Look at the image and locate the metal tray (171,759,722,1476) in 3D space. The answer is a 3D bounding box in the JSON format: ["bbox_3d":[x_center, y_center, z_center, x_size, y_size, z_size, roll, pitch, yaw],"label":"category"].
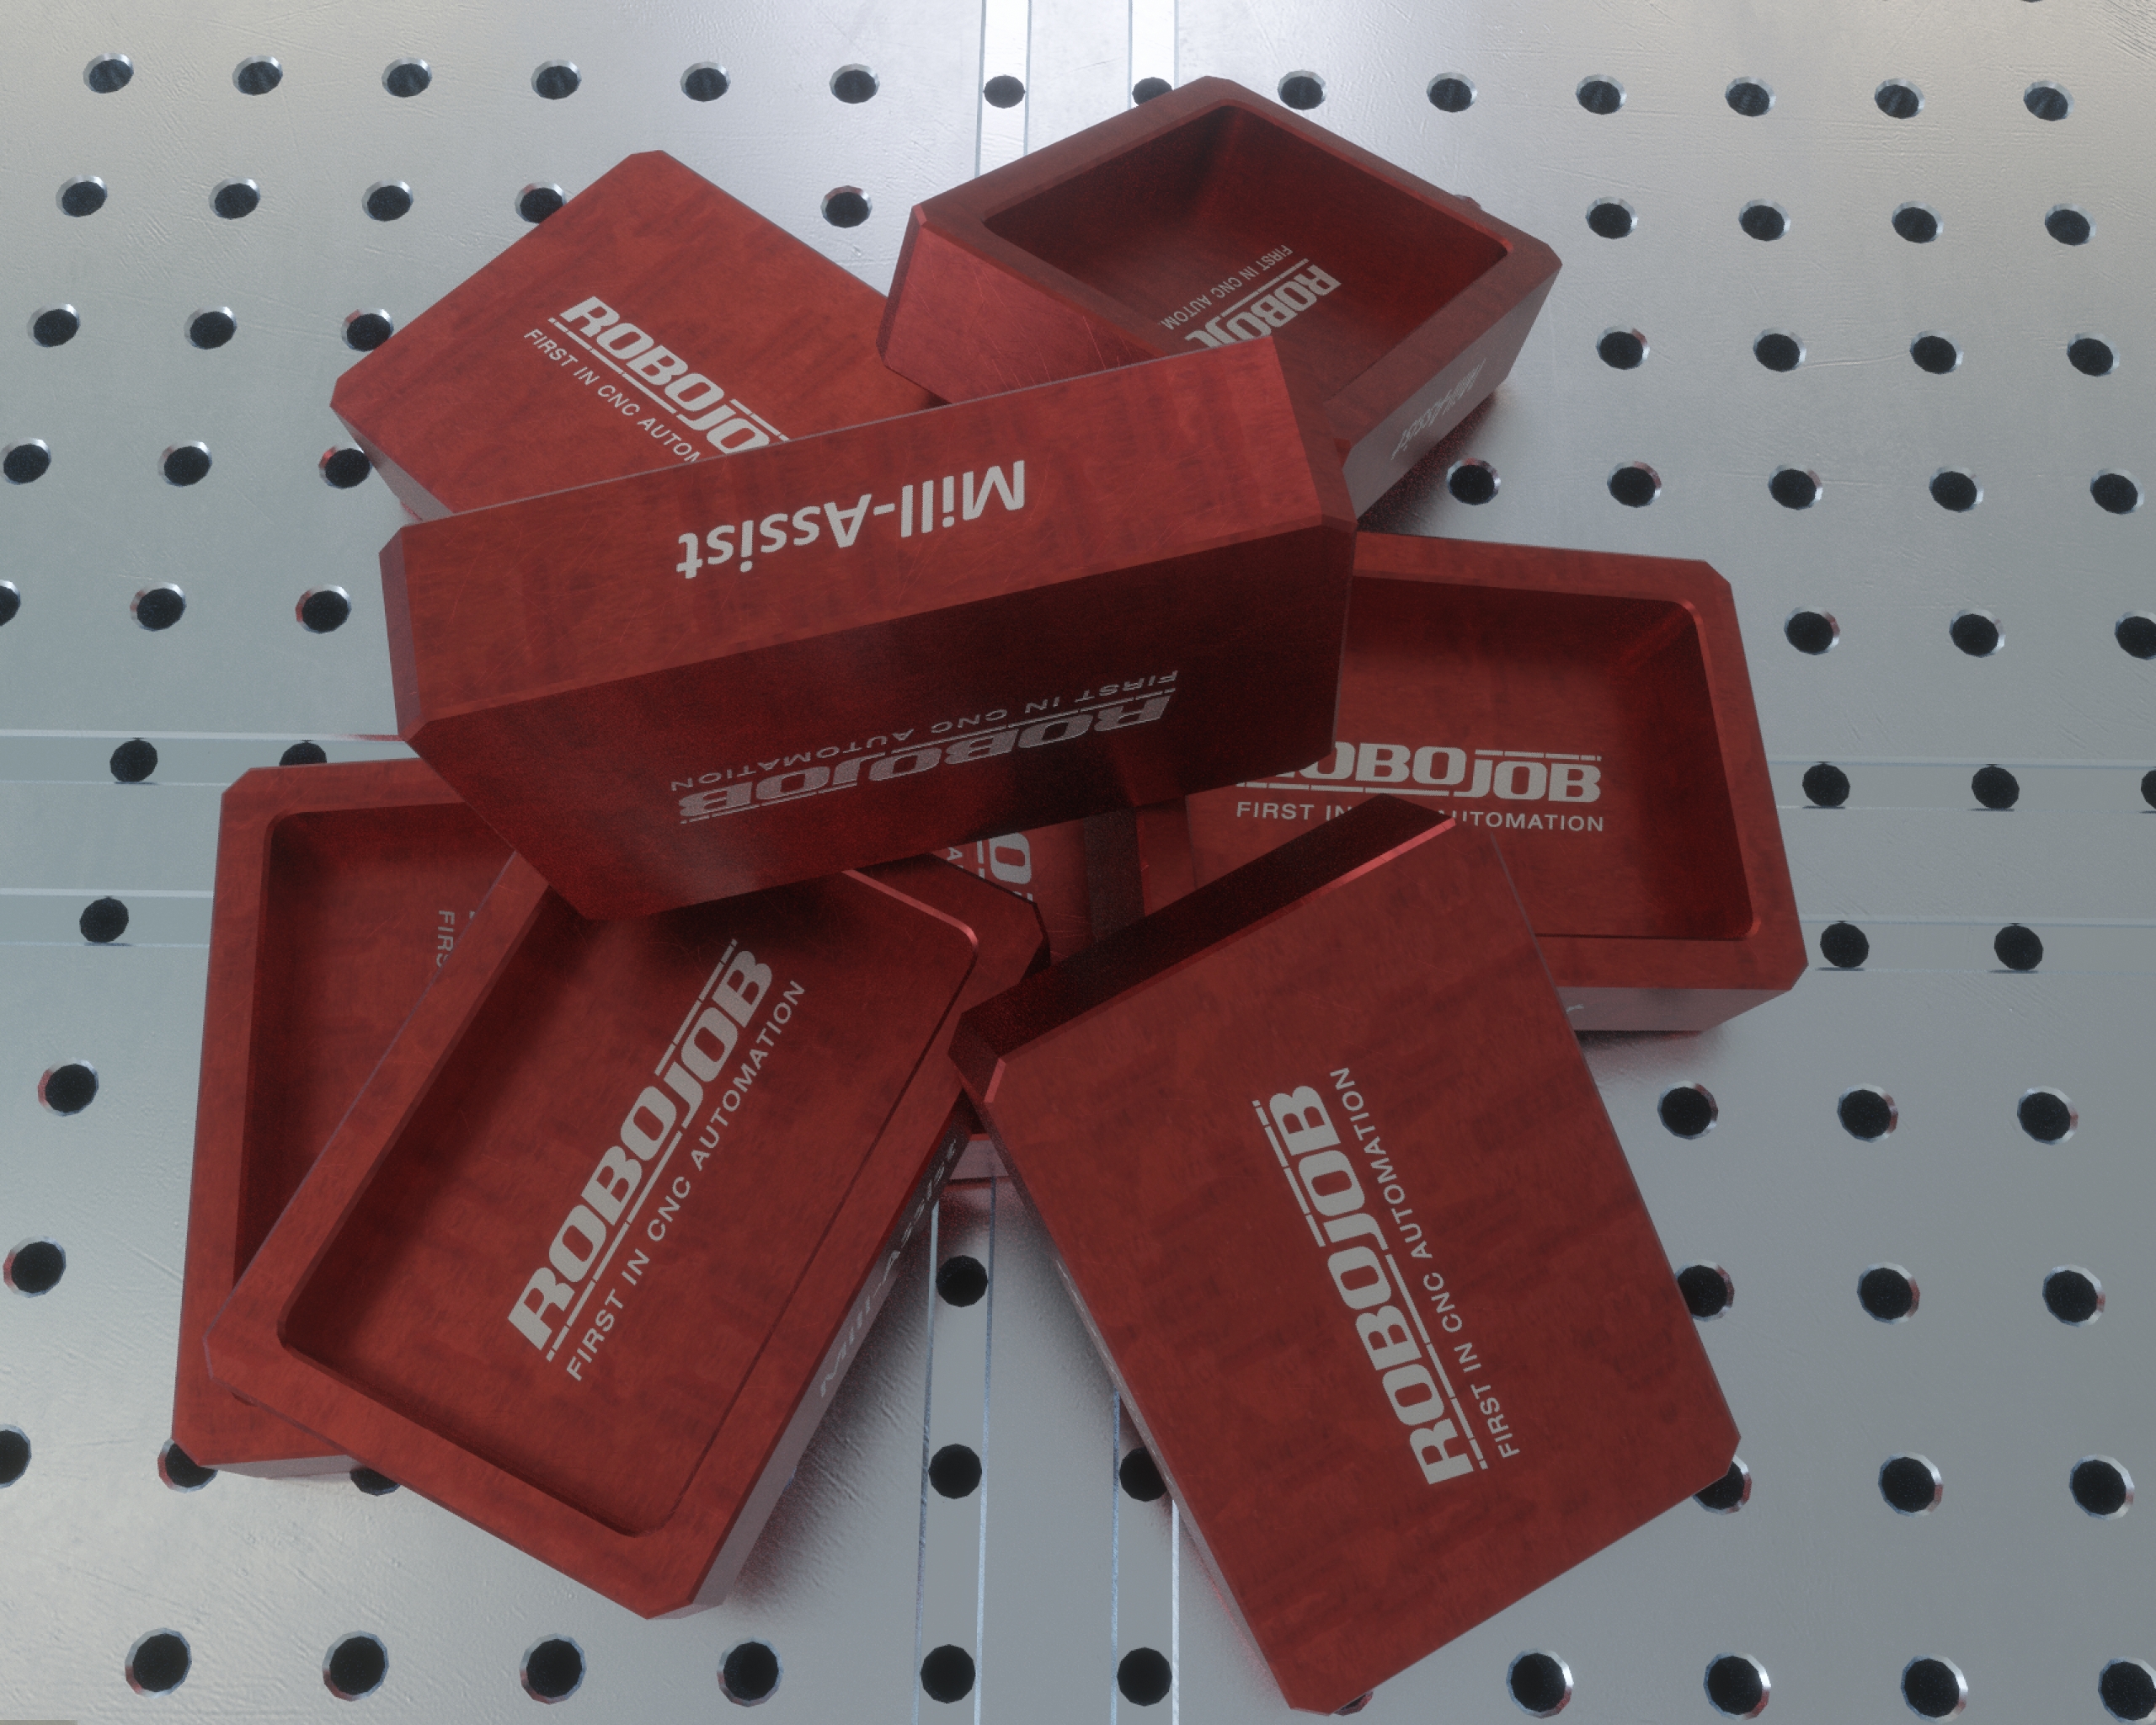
[{"bbox_3d":[-0.114,0.045,0.393,0.091,0.030,0.130,-4,69,-2],"label":"metal tray"}]

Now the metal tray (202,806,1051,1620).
[{"bbox_3d":[-0.072,0.049,0.358,0.090,0.030,0.130,25,72,9],"label":"metal tray"}]

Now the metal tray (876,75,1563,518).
[{"bbox_3d":[0.033,-0.111,0.414,0.090,0.030,0.131,32,40,11],"label":"metal tray"}]

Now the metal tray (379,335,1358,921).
[{"bbox_3d":[-0.026,-0.031,0.320,0.131,0.090,0.030,-13,71,0],"label":"metal tray"}]

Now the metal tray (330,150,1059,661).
[{"bbox_3d":[-0.078,-0.084,0.421,0.090,0.030,0.130,-43,60,-14],"label":"metal tray"}]

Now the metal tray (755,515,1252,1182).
[{"bbox_3d":[-0.018,-0.005,0.411,0.091,0.030,0.130,-4,68,-3],"label":"metal tray"}]

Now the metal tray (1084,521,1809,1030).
[{"bbox_3d":[0.067,-0.015,0.396,0.131,0.030,0.090,2,69,-18],"label":"metal tray"}]

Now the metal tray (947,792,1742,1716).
[{"bbox_3d":[0.047,0.065,0.350,0.090,0.030,0.130,-28,106,-9],"label":"metal tray"}]
